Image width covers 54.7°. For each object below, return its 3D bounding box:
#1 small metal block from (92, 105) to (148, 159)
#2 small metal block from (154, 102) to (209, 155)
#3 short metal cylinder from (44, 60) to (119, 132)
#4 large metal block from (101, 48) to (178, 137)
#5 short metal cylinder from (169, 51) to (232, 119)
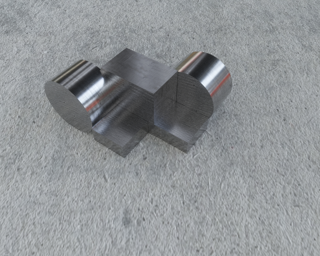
[{"bbox_3d":[-0.051,0.004,0.401,0.050,0.025,0.050,28,55,22],"label":"small metal block"},{"bbox_3d":[0.028,-0.001,0.406,0.050,0.025,0.050,28,55,22],"label":"small metal block"},{"bbox_3d":[-0.101,-0.041,0.403,0.080,0.080,0.050,28,56,21],"label":"short metal cylinder"},{"bbox_3d":[-0.026,-0.047,0.409,0.080,0.080,0.050,28,55,21],"label":"large metal block"},{"bbox_3d":[0.049,-0.055,0.415,0.080,0.080,0.050,29,56,22],"label":"short metal cylinder"}]
